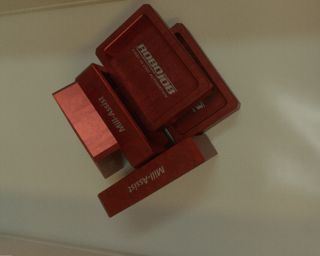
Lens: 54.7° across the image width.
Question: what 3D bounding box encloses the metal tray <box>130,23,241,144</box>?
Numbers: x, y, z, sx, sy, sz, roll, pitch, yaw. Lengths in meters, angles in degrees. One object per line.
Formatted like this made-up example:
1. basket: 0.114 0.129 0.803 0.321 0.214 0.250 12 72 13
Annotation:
1. metal tray: 0.029 -0.055 0.397 0.090 0.030 0.130 -36 78 17

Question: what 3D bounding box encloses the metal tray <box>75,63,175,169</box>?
1. metal tray: -0.039 -0.015 0.386 0.030 0.090 0.130 -39 78 16

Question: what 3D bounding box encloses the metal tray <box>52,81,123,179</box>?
1. metal tray: -0.083 0.010 0.383 0.030 0.130 0.090 -33 78 -14

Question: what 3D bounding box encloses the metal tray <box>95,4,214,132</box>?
1. metal tray: -0.008 -0.071 0.376 0.090 0.030 0.130 -38 78 16

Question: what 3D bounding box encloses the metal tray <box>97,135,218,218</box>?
1. metal tray: 0.001 0.055 0.373 0.130 0.090 0.030 -34 79 16
